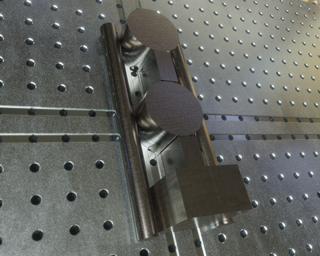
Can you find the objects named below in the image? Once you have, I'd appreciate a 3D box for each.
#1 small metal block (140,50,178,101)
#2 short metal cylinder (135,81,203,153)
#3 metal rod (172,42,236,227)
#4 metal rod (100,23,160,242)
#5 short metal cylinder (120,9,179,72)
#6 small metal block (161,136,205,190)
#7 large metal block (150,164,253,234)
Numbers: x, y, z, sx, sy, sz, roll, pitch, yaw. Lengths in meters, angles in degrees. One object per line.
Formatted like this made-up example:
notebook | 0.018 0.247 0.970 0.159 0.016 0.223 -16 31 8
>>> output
small metal block | -0.003 -0.072 0.433 0.025 0.050 0.050 1 62 -28
short metal cylinder | 0.009 -0.014 0.405 0.081 0.050 0.080 14 56 -21
metal rod | 0.049 -0.014 0.442 0.025 0.025 0.299 1 61 -28
metal rod | -0.044 -0.014 0.392 0.025 0.025 0.299 1 61 -28
short metal cylinder | -0.019 -0.129 0.460 0.081 0.050 0.080 14 56 -21
small metal block | 0.028 0.043 0.380 0.025 0.050 0.050 0 62 -28
large metal block | 0.039 0.080 0.345 0.081 0.080 0.050 1 62 -28
